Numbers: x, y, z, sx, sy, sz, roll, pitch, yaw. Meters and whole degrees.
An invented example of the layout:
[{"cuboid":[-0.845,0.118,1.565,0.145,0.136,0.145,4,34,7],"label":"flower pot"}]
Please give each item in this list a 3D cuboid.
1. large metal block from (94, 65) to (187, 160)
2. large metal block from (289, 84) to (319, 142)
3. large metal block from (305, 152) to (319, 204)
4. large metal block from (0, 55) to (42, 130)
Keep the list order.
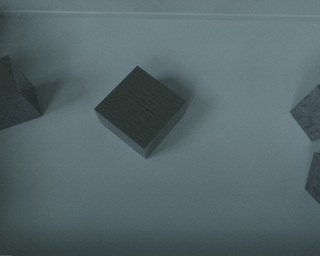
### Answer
[{"cuboid":[-0.024,-0.020,0.403,0.080,0.050,0.080,38,74,12],"label":"large metal block"},{"cuboid":[0.229,-0.033,0.395,0.080,0.080,0.050,-28,73,-10],"label":"large metal block"},{"cuboid":[0.225,0.068,0.351,0.080,0.080,0.050,9,102,3],"label":"large metal block"},{"cuboid":[-0.209,-0.038,0.392,0.080,0.080,0.050,-20,72,-7],"label":"large metal block"}]
